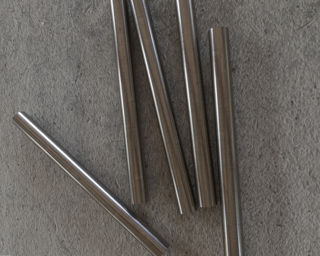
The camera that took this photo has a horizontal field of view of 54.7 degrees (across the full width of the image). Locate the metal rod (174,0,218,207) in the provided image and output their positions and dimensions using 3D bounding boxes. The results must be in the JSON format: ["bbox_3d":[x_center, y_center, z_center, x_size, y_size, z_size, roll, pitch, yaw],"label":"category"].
[{"bbox_3d":[0.043,-0.052,0.393,0.025,0.025,0.298,-7,88,20],"label":"metal rod"}]

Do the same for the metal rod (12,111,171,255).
[{"bbox_3d":[-0.108,0.074,0.446,0.300,0.025,0.025,38,102,16],"label":"metal rod"}]

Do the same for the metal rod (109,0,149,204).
[{"bbox_3d":[-0.043,-0.048,0.424,0.025,0.025,0.298,-7,88,20],"label":"metal rod"}]

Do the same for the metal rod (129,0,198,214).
[{"bbox_3d":[0.002,-0.039,0.408,0.025,0.025,0.298,-15,85,19],"label":"metal rod"}]

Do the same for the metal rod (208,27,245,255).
[{"bbox_3d":[0.082,0.028,0.379,0.025,0.025,0.298,-4,89,20],"label":"metal rod"}]
